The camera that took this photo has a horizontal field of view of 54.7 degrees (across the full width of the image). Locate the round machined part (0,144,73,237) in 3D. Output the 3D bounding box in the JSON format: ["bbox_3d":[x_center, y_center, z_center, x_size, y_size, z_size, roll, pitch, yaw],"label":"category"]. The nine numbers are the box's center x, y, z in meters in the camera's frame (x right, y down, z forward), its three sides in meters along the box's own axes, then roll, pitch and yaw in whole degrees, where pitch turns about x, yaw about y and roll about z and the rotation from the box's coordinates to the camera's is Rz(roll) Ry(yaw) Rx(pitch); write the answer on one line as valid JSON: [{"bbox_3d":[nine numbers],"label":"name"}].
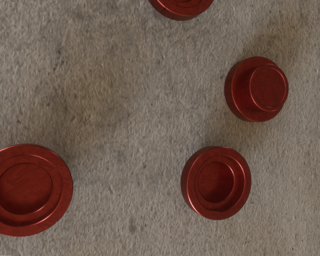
[{"bbox_3d":[-0.149,0.066,0.345,0.099,0.042,0.097,0,90,-21],"label":"round machined part"}]

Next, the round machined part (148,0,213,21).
[{"bbox_3d":[0.023,-0.190,0.409,0.099,0.042,0.097,0,90,-21],"label":"round machined part"}]

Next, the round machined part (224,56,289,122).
[{"bbox_3d":[0.149,-0.057,0.457,0.099,0.042,0.097,0,90,-21],"label":"round machined part"}]

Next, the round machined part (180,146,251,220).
[{"bbox_3d":[0.073,0.073,0.429,0.099,0.042,0.097,0,90,-21],"label":"round machined part"}]
